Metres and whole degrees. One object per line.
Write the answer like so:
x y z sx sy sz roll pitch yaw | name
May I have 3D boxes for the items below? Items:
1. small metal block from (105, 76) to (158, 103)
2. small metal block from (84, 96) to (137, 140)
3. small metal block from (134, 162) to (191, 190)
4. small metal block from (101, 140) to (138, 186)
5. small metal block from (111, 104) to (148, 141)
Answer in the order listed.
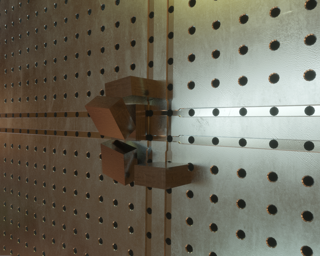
-0.039 -0.051 0.427 0.050 0.050 0.025 -8 85 40 | small metal block
-0.066 -0.014 0.416 0.050 0.025 0.050 8 133 40 | small metal block
0.003 0.058 0.391 0.050 0.050 0.025 0 90 40 | small metal block
-0.059 0.048 0.451 0.050 0.025 0.050 20 120 38 | small metal block
-0.044 -0.008 0.447 0.050 0.025 0.050 0 90 40 | small metal block
